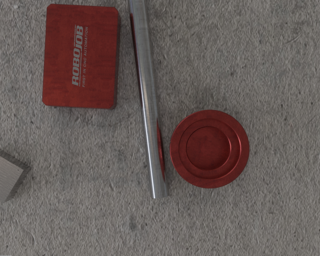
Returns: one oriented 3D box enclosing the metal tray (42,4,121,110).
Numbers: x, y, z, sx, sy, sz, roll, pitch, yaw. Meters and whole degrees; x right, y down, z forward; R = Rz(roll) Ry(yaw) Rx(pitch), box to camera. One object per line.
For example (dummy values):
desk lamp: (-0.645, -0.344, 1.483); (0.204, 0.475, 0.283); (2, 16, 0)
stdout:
metal tray: (-0.101, -0.091, 0.407); (0.091, 0.030, 0.129); (3, 90, 0)

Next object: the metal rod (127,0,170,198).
metal rod: (-0.017, -0.058, 0.409); (0.025, 0.025, 0.298); (-7, 90, 0)

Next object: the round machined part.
round machined part: (0.061, 0.026, 0.402); (0.099, 0.042, 0.097); (0, 90, 0)

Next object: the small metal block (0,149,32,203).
small metal block: (-0.209, 0.062, 0.408); (0.050, 0.025, 0.050); (31, 90, 0)
